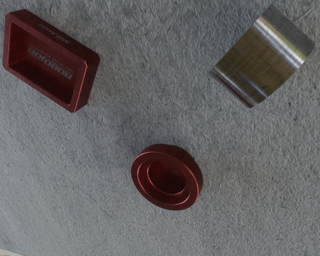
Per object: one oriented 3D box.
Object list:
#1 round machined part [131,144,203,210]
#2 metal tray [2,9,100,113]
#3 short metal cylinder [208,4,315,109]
[{"bbox_3d":[0.013,0.063,0.428,0.098,0.042,0.097,13,124,21],"label":"round machined part"},{"bbox_3d":[-0.153,-0.091,0.427,0.130,0.030,0.089,33,129,6],"label":"metal tray"},{"bbox_3d":[0.090,-0.064,0.284,0.050,0.080,0.080,42,129,-1],"label":"short metal cylinder"}]
